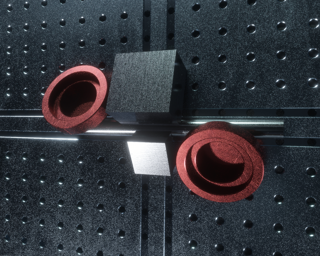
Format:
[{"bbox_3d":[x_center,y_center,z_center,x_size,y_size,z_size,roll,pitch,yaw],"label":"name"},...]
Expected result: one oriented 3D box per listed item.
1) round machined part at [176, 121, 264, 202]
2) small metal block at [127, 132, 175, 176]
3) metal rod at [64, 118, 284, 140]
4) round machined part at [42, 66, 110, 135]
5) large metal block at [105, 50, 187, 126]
[{"bbox_3d":[0.071,0.036,0.365,0.098,0.042,0.097,8,118,16],"label":"round machined part"},{"bbox_3d":[-0.010,0.034,0.406,0.050,0.025,0.050,1,119,20],"label":"small metal block"},{"bbox_3d":[0.002,0.000,0.412,0.301,0.025,0.025,1,90,19],"label":"metal rod"},{"bbox_3d":[-0.108,-0.035,0.428,0.098,0.042,0.098,-8,62,15],"label":"round machined part"},{"bbox_3d":[-0.015,-0.049,0.393,0.080,0.050,0.080,1,72,20],"label":"large metal block"}]
